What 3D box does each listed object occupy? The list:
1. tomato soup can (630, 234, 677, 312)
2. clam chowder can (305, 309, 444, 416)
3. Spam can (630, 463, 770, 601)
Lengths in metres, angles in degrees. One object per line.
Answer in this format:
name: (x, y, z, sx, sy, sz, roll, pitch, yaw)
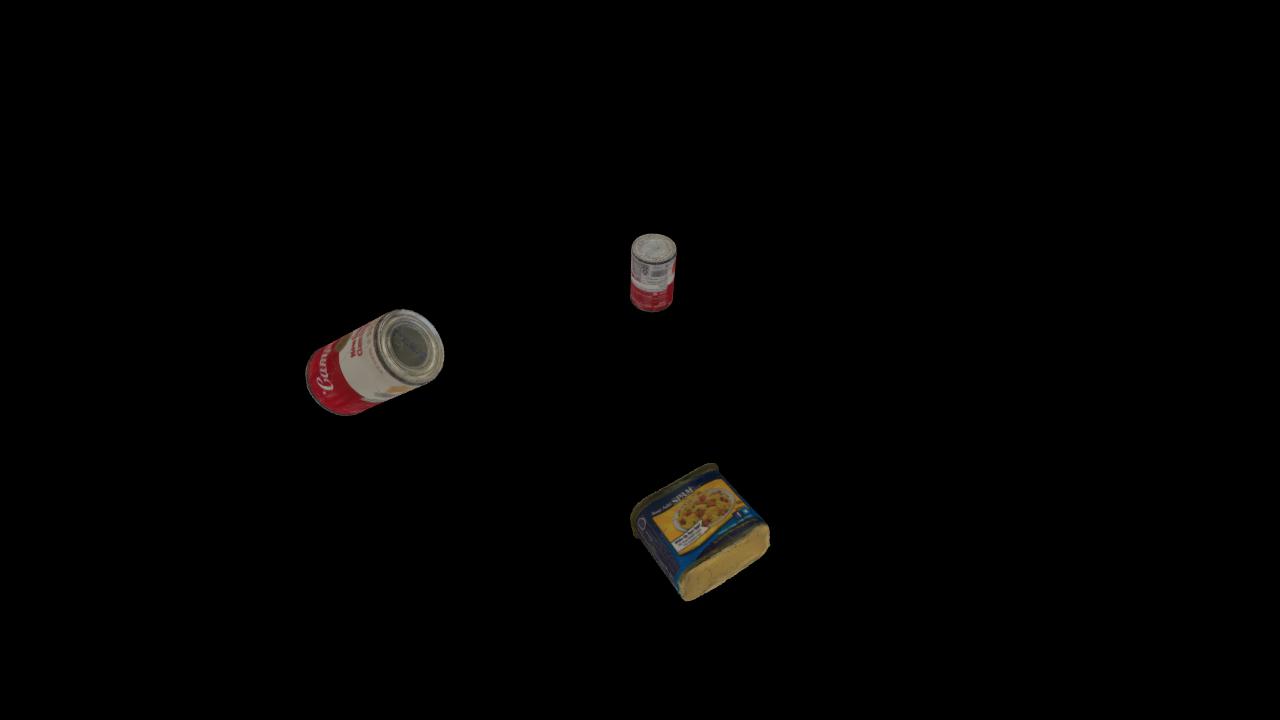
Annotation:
tomato soup can: (0.019, -0.130, 0.917, 0.068, 0.068, 0.101, 0, -39, -1)
clam chowder can: (-0.226, 0.003, 0.528, 0.102, 0.068, 0.068, -19, -10, 29)
Spam can: (0.056, 0.156, 0.565, 0.101, 0.058, 0.085, -26, 42, -18)
